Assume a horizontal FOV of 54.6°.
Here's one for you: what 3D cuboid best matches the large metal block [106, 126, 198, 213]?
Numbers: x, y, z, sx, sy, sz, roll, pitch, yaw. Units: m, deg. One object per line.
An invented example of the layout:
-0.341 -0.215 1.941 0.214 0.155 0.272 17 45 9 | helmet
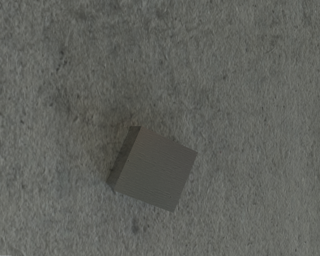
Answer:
-0.011 0.050 0.392 0.080 0.050 0.080 26 82 -18 | large metal block
